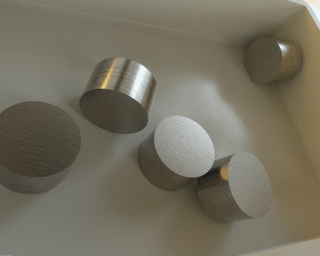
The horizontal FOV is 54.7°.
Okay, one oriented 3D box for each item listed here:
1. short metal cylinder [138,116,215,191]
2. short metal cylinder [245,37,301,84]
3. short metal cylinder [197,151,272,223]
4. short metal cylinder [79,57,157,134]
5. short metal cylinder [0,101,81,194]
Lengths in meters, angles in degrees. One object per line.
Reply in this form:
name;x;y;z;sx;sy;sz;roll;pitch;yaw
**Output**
short metal cylinder;0.019;0.032;0.382;0.081;0.050;0.080;14;56;-21
short metal cylinder;0.201;-0.121;0.555;0.050;0.080;0.080;-8;66;-32
short metal cylinder;0.093;0.074;0.386;0.081;0.050;0.080;18;60;-33
short metal cylinder;-0.048;-0.036;0.368;0.080;0.080;0.050;24;53;-14
short metal cylinder;-0.125;0.020;0.310;0.081;0.050;0.080;14;56;-21
